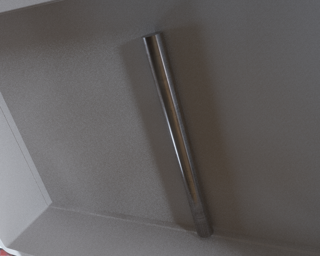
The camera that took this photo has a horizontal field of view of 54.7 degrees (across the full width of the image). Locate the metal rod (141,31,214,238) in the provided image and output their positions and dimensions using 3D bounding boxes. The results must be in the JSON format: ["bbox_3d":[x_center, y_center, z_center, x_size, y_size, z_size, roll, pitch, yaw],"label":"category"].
[{"bbox_3d":[0.030,0.026,0.407,0.025,0.025,0.298,-2,118,29],"label":"metal rod"}]
